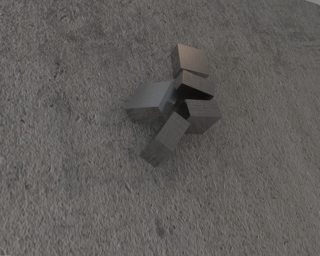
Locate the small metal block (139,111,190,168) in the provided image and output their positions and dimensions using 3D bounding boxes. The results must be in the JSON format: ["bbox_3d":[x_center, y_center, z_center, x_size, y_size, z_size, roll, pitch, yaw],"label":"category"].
[{"bbox_3d":[0.006,0.014,0.382,0.025,0.050,0.050,38,51,-3],"label":"small metal block"}]

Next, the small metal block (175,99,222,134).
[{"bbox_3d":[0.047,-0.014,0.421,0.050,0.050,0.025,1,62,-28],"label":"small metal block"}]

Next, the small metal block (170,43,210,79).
[{"bbox_3d":[0.047,-0.101,0.490,0.050,0.025,0.050,9,58,-24],"label":"small metal block"}]

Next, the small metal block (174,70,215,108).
[{"bbox_3d":[0.043,-0.050,0.441,0.050,0.050,0.025,19,54,-17],"label":"small metal block"}]

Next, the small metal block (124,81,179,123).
[{"bbox_3d":[-0.010,-0.034,0.400,0.025,0.050,0.050,62,40,-37],"label":"small metal block"}]
